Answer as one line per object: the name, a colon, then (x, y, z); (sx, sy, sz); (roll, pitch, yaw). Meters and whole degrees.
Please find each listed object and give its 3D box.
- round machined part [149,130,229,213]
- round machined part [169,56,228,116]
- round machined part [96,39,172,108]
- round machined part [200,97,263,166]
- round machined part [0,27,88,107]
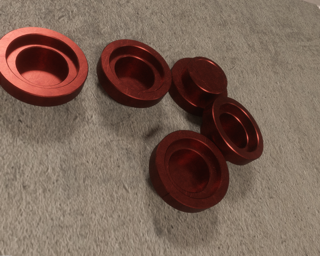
round machined part: (0.031, 0.055, 0.377); (0.099, 0.042, 0.098); (13, 57, -21)
round machined part: (0.063, -0.069, 0.471); (0.099, 0.042, 0.098); (14, 56, -21)
round machined part: (-0.037, -0.068, 0.416); (0.099, 0.042, 0.098); (14, 56, -21)
round machined part: (0.095, 0.008, 0.434); (0.099, 0.042, 0.098); (23, 48, -28)
round machined part: (-0.137, -0.066, 0.360); (0.099, 0.042, 0.098); (14, 56, -21)
